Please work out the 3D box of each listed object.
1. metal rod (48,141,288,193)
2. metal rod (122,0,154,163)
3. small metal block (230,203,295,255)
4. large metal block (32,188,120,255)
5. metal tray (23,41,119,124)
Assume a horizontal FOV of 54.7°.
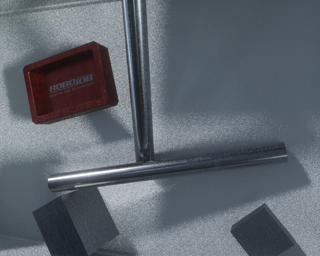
[{"bbox_3d":[0.000,0.052,0.391,0.301,0.025,0.025,-9,87,12],"label":"metal rod"},{"bbox_3d":[-0.025,-0.085,0.346,0.025,0.025,0.298,9,121,19],"label":"metal rod"},{"bbox_3d":[0.121,0.127,0.368,0.050,0.025,0.050,-41,78,15],"label":"small metal block"},{"bbox_3d":[-0.110,0.130,0.419,0.050,0.080,0.080,-31,80,17],"label":"large metal block"},{"bbox_3d":[-0.132,-0.062,0.452,0.130,0.030,0.090,-13,86,19],"label":"metal tray"}]
